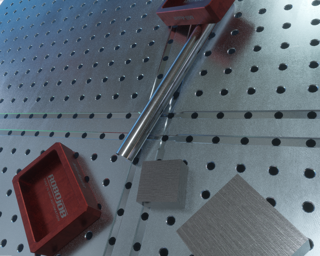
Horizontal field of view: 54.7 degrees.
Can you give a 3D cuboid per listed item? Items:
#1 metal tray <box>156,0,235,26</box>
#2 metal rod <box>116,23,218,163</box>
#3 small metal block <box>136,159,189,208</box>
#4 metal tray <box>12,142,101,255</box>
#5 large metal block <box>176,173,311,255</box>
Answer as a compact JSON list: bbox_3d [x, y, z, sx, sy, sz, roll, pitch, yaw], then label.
[{"bbox_3d":[0.061,-0.200,0.468,0.090,0.030,0.130,-55,35,-8],"label":"metal tray"},{"bbox_3d":[0.028,-0.085,0.444,0.025,0.025,0.300,21,72,35],"label":"metal rod"},{"bbox_3d":[0.004,0.066,0.365,0.050,0.025,0.050,-6,59,25],"label":"small metal block"},{"bbox_3d":[-0.145,0.092,0.422,0.090,0.030,0.130,-39,51,1],"label":"metal tray"},{"bbox_3d":[0.076,0.104,0.288,0.080,0.050,0.080,-43,51,-2],"label":"large metal block"}]
